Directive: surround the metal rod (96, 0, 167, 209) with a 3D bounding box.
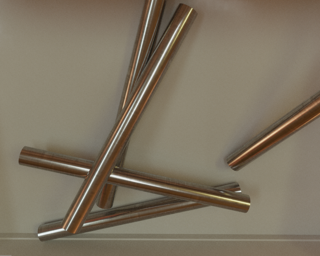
[{"bbox_3d":[-0.041,-0.025,0.401,0.025,0.025,0.298,14,109,-6],"label":"metal rod"}]

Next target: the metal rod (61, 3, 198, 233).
[{"bbox_3d":[-0.039,-0.008,0.372,0.025,0.025,0.299,28,94,-10],"label":"metal rod"}]

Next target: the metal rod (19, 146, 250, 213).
[{"bbox_3d":[-0.028,0.069,0.408,0.302,0.025,0.025,13,110,-6],"label":"metal rod"}]

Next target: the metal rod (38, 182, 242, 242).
[{"bbox_3d":[-0.031,0.125,0.456,0.302,0.025,0.025,-13,110,4],"label":"metal rod"}]

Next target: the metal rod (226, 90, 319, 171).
[{"bbox_3d":[0.186,-0.034,0.342,0.025,0.025,0.299,35,129,-13],"label":"metal rod"}]
